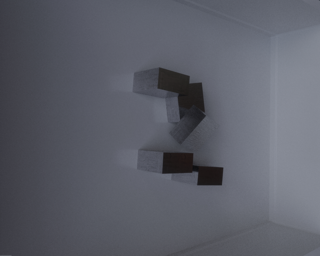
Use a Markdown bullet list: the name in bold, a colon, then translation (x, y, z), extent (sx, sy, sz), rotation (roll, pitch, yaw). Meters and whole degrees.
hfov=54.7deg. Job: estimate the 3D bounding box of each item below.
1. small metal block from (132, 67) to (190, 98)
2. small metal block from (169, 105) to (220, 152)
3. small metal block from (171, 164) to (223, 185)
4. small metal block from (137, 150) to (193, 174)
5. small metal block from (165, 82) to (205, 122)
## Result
- **small metal block**: translation (0.001, -0.055, 0.391), extent (0.050, 0.050, 0.025), rotation (7, 86, -40)
- **small metal block**: translation (0.048, 0.002, 0.423), extent (0.050, 0.025, 0.050), rotation (-50, 147, 10)
- **small metal block**: translation (0.052, 0.064, 0.434), extent (0.050, 0.050, 0.025), rotation (9, 85, -40)
- **small metal block**: translation (0.006, 0.042, 0.396), extent (0.050, 0.050, 0.025), rotation (5, 87, -40)
- **small metal block**: translation (0.035, -0.036, 0.436), extent (0.050, 0.025, 0.050), rotation (-11, 97, -39)
